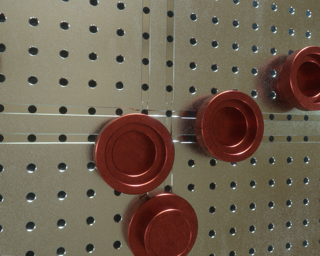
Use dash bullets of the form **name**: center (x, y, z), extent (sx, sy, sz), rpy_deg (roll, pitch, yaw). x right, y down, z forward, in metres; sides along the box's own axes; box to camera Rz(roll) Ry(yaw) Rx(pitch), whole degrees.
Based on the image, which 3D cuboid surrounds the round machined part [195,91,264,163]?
- **round machined part**: center (0.093, -0.002, 0.437), extent (0.099, 0.042, 0.097), rpy_deg (0, 90, -20)

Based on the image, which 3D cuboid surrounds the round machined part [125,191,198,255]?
- **round machined part**: center (0.007, 0.135, 0.406), extent (0.099, 0.042, 0.097), rpy_deg (0, 90, -20)

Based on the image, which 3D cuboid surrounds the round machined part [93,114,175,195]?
- **round machined part**: center (-0.035, 0.031, 0.391), extent (0.099, 0.042, 0.097), rpy_deg (0, 90, -20)

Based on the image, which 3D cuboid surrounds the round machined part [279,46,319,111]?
- **round machined part**: center (0.229, -0.075, 0.487), extent (0.099, 0.042, 0.097), rpy_deg (0, 90, -20)
